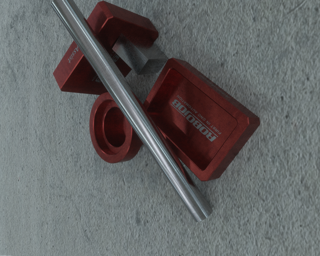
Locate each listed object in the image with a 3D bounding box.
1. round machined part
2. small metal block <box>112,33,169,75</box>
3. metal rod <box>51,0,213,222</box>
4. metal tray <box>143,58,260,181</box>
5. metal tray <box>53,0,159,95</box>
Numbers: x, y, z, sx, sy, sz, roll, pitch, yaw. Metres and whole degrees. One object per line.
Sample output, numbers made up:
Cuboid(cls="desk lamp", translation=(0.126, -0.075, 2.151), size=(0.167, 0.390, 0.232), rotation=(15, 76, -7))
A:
Cuboid(cls="round machined part", translation=(-0.054, -0.002, 0.433), size=(0.098, 0.042, 0.097), rotation=(5, 96, 45))
Cuboid(cls="small metal block", translation=(-0.024, -0.096, 0.402), size=(0.050, 0.050, 0.025), rotation=(47, 121, 13))
Cuboid(cls="metal rod", translation=(-0.031, -0.021, 0.361), size=(0.025, 0.025, 0.299), rotation=(-32, 92, 35))
Cuboid(cls="metal tray", translation=(0.040, -0.012, 0.369), size=(0.130, 0.030, 0.089), rotation=(45, 117, 30))
Cuboid(cls="metal tray", translation=(-0.074, -0.100, 0.422), size=(0.129, 0.091, 0.030), rotation=(-45, 64, 30))
